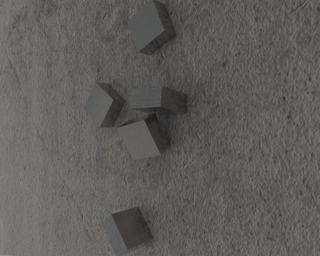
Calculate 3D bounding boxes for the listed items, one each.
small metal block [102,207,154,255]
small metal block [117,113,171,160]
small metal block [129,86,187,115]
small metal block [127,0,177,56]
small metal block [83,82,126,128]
[{"bbox_3d":[-0.044,0.141,0.425,0.025,0.050,0.050,-46,63,31],"label":"small metal block"},{"bbox_3d":[-0.022,0.012,0.411,0.050,0.025,0.050,-15,106,39],"label":"small metal block"},{"bbox_3d":[-0.002,-0.033,0.388,0.050,0.050,0.025,0,83,40],"label":"small metal block"},{"bbox_3d":[-0.012,-0.134,0.415,0.050,0.025,0.050,-30,71,36],"label":"small metal block"},{"bbox_3d":[-0.086,-0.035,0.476,0.050,0.025,0.050,44,117,31],"label":"small metal block"}]
